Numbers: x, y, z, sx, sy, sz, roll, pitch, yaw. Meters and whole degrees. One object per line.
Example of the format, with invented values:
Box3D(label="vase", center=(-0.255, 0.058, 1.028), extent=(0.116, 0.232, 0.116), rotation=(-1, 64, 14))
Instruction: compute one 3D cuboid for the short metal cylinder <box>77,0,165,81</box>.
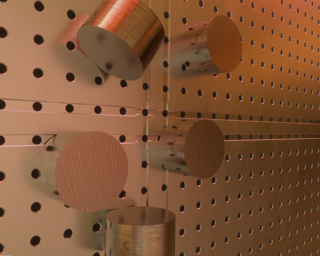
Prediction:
Box3D(label="short metal cylinder", center=(-0.042, -0.098, 0.340), extent=(0.080, 0.080, 0.050), rotation=(44, 64, -32))

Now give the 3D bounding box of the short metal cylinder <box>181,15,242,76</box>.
Box3D(label="short metal cylinder", center=(0.078, -0.120, 0.460), extent=(0.081, 0.050, 0.079), rotation=(0, 90, -40))

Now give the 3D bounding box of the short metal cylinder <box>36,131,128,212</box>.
Box3D(label="short metal cylinder", center=(-0.081, 0.043, 0.326), extent=(0.081, 0.050, 0.079), rotation=(0, 90, -40))

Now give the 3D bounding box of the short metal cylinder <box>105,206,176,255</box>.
Box3D(label="short metal cylinder", center=(-0.023, 0.125, 0.357), extent=(0.081, 0.080, 0.050), rotation=(1, 90, -40))

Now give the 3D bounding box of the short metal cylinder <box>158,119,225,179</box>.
Box3D(label="short metal cylinder", center=(0.045, 0.028, 0.433), extent=(0.081, 0.050, 0.079), rotation=(0, 91, -40))
